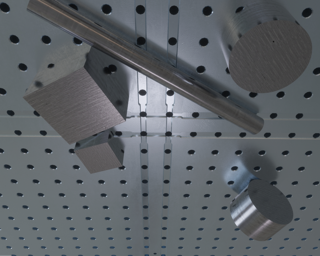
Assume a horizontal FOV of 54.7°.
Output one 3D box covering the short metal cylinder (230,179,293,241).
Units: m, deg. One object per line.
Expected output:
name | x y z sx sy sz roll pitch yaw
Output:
short metal cylinder | 0.158 0.128 0.487 0.081 0.080 0.050 19 128 -16

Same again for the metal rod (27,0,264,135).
metal rod | 0.002 -0.064 0.356 0.302 0.025 0.025 26 125 -21

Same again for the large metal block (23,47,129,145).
large metal block | -0.094 -0.036 0.363 0.080 0.050 0.080 -22 127 17

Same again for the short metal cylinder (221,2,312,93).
short metal cylinder | 0.109 -0.084 0.325 0.081 0.050 0.079 0 130 0

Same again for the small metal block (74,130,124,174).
small metal block | -0.085 0.035 0.441 0.050 0.025 0.050 -15 129 12
